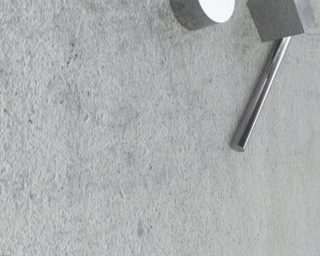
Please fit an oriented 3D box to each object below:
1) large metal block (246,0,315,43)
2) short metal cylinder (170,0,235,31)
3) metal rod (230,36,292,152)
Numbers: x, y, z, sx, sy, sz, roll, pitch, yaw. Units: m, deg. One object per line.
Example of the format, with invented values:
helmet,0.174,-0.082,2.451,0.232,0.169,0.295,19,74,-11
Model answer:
large metal block,0.213,-0.206,0.546,0.050,0.080,0.080,-47,119,-29
short metal cylinder,0.060,-0.184,0.438,0.081,0.050,0.080,0,90,-40
metal rod,0.195,-0.088,0.567,0.025,0.025,0.300,44,64,-31
